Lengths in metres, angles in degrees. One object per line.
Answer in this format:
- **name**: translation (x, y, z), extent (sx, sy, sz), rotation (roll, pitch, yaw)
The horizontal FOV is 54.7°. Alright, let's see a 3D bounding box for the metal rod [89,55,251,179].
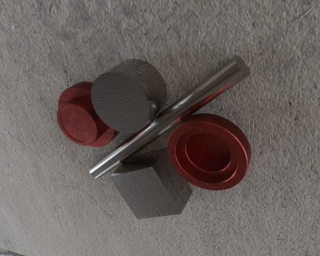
- **metal rod**: translation (-0.009, 0.003, 0.416), extent (0.025, 0.025, 0.299), rotation (49, 128, -7)

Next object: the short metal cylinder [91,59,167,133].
- **short metal cylinder**: translation (-0.038, -0.040, 0.387), extent (0.080, 0.050, 0.079), rotation (13, 124, 21)

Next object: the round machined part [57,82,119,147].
- **round machined part**: translation (-0.107, -0.013, 0.445), extent (0.098, 0.042, 0.097), rotation (13, 124, 21)

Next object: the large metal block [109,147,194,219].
- **large metal block**: translation (-0.011, 0.081, 0.449), extent (0.080, 0.050, 0.080), rotation (-18, 109, 35)

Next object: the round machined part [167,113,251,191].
- **round machined part**: translation (0.062, 0.025, 0.380), extent (0.098, 0.042, 0.097), rotation (13, 124, 21)
